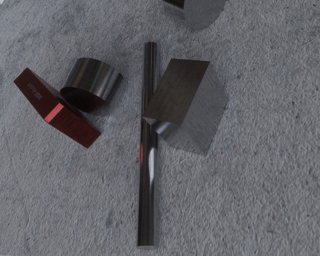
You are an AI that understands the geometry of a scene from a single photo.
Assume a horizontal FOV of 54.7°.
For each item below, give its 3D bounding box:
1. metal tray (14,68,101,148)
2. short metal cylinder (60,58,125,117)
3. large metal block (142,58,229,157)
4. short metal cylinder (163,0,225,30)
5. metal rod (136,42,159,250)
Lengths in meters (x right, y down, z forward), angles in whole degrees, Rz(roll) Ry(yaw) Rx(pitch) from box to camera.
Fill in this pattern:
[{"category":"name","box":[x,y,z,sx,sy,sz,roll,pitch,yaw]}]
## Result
[{"category":"metal tray","box":[-0.153,-0.030,0.460,0.030,0.090,0.130,-48,51,-4]},{"category":"short metal cylinder","box":[-0.098,-0.058,0.456,0.080,0.080,0.050,5,64,30]},{"category":"large metal block","box":[0.034,-0.023,0.365,0.050,0.080,0.080,13,68,33]},{"category":"short metal cylinder","box":[0.051,-0.194,0.461,0.080,0.080,0.050,-45,51,-3]},{"category":"metal rod","box":[-0.014,0.001,0.410,0.025,0.025,0.299,-14,56,21]}]
